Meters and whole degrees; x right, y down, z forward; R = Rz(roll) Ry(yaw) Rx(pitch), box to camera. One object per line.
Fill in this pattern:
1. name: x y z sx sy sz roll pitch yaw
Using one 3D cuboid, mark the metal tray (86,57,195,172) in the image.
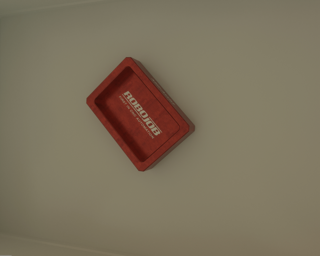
1. metal tray: -0.028 -0.019 0.418 0.090 0.030 0.130 -43 77 15
